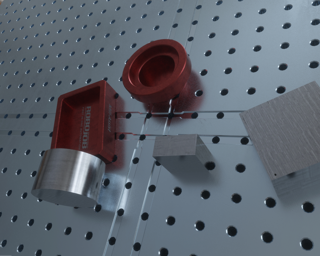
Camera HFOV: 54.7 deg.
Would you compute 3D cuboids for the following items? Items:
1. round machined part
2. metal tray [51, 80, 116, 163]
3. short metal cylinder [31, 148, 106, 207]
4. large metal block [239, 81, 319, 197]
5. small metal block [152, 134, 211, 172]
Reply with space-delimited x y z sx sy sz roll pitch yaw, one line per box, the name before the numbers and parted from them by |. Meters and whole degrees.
round machined part | -0.001 -0.076 0.443 0.098 0.042 0.098 -13 56 20
metal tray | -0.114 -0.003 0.464 0.090 0.030 0.130 -16 55 18
short metal cylinder | -0.113 0.065 0.391 0.080 0.080 0.050 -7 59 24
large metal block | 0.137 0.012 0.313 0.080 0.050 0.080 -25 53 12
small metal block | 0.026 0.031 0.359 0.050 0.050 0.025 -5 60 25
